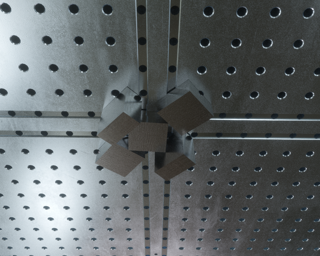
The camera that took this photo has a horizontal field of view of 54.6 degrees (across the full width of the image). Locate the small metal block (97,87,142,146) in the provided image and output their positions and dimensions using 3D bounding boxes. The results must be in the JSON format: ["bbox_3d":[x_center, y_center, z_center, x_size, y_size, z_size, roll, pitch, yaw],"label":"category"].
[{"bbox_3d":[-0.049,-0.014,0.382,0.025,0.050,0.050,36,122,-27],"label":"small metal block"}]

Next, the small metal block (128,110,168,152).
[{"bbox_3d":[-0.016,0.004,0.414,0.050,0.025,0.050,3,129,-2],"label":"small metal block"}]

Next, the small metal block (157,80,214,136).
[{"bbox_3d":[0.032,-0.024,0.391,0.050,0.025,0.050,-32,123,25],"label":"small metal block"}]

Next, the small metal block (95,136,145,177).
[{"bbox_3d":[-0.056,0.038,0.443,0.050,0.025,0.050,30,123,-24],"label":"small metal block"}]

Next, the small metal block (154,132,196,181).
[{"bbox_3d":[0.020,0.037,0.426,0.050,0.050,0.025,-35,122,25],"label":"small metal block"}]
